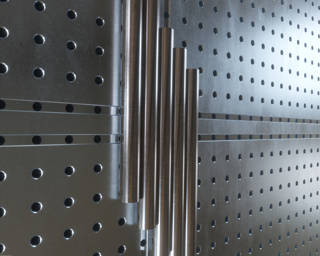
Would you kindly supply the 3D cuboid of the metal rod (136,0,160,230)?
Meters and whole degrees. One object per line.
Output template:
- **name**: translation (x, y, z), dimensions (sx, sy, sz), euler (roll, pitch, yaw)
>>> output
- **metal rod**: translation (-0.015, -0.023, 0.397), dimensions (0.025, 0.025, 0.298), euler (2, 89, -40)

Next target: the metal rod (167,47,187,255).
- **metal rod**: translation (0.022, 0.040, 0.429), dimensions (0.025, 0.025, 0.298), euler (2, 89, -40)

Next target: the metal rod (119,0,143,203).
- **metal rod**: translation (-0.035, -0.060, 0.381), dimensions (0.025, 0.025, 0.298), euler (1, 89, -40)

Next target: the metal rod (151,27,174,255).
- **metal rod**: translation (0.004, 0.018, 0.413), dimensions (0.025, 0.025, 0.298), euler (2, 89, -40)

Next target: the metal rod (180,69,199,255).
- **metal rod**: translation (0.041, 0.066, 0.445), dimensions (0.025, 0.025, 0.298), euler (2, 89, -40)
